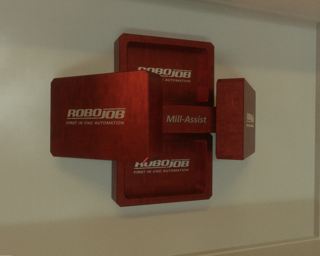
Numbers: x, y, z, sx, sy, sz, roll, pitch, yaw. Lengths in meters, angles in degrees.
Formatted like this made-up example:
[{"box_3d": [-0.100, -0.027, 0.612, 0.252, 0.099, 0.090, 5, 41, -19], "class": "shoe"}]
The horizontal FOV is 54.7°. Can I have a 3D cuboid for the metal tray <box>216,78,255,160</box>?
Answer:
[{"box_3d": [0.100, -0.009, 0.397, 0.030, 0.130, 0.089, 1, 90, 22], "class": "metal tray"}]

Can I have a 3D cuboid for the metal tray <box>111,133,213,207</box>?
[{"box_3d": [0.004, 0.050, 0.406, 0.131, 0.030, 0.089, 0, 90, -21], "class": "metal tray"}]

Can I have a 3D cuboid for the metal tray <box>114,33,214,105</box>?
[{"box_3d": [0.007, -0.070, 0.408, 0.131, 0.030, 0.089, 0, 91, -21], "class": "metal tray"}]

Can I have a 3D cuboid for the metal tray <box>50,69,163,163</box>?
[{"box_3d": [-0.062, -0.012, 0.337, 0.030, 0.130, 0.089, 1, 89, -62], "class": "metal tray"}]

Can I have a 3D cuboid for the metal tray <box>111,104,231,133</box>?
[{"box_3d": [0.013, -0.010, 0.379, 0.131, 0.090, 0.030, 0, 90, -21], "class": "metal tray"}]
